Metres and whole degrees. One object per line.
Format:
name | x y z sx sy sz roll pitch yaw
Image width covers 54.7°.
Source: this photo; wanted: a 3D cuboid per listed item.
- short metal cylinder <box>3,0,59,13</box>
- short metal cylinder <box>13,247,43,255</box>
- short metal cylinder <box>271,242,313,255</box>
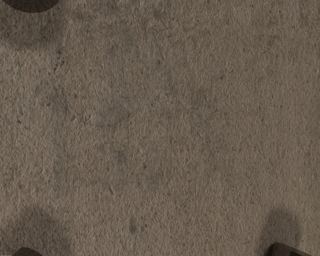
short metal cylinder | -0.147 -0.176 0.342 0.081 0.050 0.079 0 90 -21
short metal cylinder | -0.139 0.175 0.329 0.050 0.080 0.080 -46 105 -14
short metal cylinder | 0.203 0.210 0.457 0.080 0.080 0.050 24 82 -19
